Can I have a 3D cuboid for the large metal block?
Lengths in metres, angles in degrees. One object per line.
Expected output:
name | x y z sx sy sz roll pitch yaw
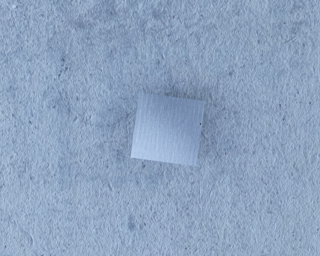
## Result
large metal block | 0.010 0.001 0.399 0.081 0.050 0.080 8 90 -1
